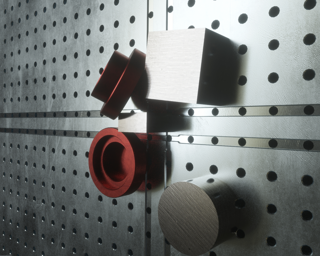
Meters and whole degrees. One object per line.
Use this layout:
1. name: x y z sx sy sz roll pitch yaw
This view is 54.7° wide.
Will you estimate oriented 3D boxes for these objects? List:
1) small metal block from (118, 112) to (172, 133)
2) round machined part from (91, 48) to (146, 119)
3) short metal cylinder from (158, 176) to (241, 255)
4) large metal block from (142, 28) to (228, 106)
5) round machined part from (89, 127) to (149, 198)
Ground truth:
1. small metal block: -0.019 -0.007 0.409 0.050 0.050 0.025 1 91 40
2. round machined part: -0.057 -0.063 0.410 0.097 0.042 0.098 -56 15 23
3. short metal cylinder: 0.045 0.098 0.356 0.080 0.050 0.080 0 90 40
4. large metal block: 0.029 -0.071 0.370 0.080 0.050 0.079 11 97 39
5. round machined part: -0.055 0.048 0.444 0.098 0.042 0.097 0 90 40
